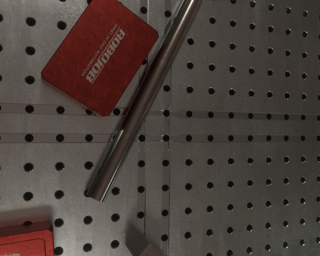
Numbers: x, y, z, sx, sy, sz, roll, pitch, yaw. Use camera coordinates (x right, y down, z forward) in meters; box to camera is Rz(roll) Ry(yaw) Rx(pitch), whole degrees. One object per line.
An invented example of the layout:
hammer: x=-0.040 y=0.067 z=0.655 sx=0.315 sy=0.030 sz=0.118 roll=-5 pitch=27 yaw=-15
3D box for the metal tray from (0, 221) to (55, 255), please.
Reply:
metal tray: x=-0.165 y=0.180 z=0.349 sx=0.091 sy=0.030 sz=0.129 roll=-3 pitch=91 yaw=-20

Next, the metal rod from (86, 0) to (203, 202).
metal rod: x=-0.016 y=-0.047 z=0.407 sx=0.025 sy=0.025 sz=0.299 roll=29 pitch=80 yaw=-18

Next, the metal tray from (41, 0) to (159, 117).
metal tray: x=-0.072 y=-0.089 z=0.384 sx=0.090 sy=0.030 sz=0.130 roll=34 pitch=79 yaw=-17

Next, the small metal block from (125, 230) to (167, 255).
small metal block: x=-0.012 y=0.163 z=0.396 sx=0.050 sy=0.050 sz=0.025 roll=45 pitch=76 yaw=-15
